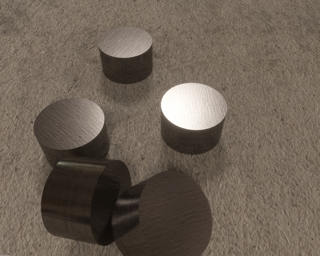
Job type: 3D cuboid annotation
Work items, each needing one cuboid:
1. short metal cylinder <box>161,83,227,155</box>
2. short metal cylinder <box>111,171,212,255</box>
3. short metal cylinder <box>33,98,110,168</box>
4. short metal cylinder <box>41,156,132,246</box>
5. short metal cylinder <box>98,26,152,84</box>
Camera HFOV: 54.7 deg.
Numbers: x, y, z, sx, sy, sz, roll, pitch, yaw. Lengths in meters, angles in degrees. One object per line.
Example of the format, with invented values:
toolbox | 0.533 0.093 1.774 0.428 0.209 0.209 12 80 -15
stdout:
short metal cylinder | 0.042 -0.012 0.398 0.081 0.050 0.080 0 50 0
short metal cylinder | 0.002 0.086 0.291 0.081 0.050 0.080 18 57 -29
short metal cylinder | -0.105 0.009 0.378 0.081 0.050 0.080 0 50 0
short metal cylinder | -0.068 0.069 0.303 0.050 0.080 0.080 3 49 20
short metal cylinder | -0.052 -0.114 0.482 0.081 0.050 0.080 0 50 0
